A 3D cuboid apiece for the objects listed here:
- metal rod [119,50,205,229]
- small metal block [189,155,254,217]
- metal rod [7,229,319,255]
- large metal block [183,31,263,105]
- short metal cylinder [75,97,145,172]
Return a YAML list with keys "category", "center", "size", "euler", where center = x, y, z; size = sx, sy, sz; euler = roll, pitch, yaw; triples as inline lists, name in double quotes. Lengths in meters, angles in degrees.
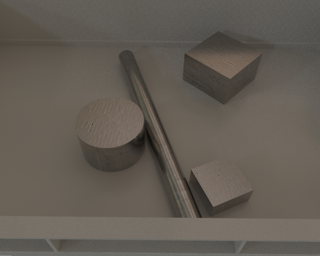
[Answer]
- category: "metal rod"
  center: [-0.010, -0.006, 0.409]
  size: [0.025, 0.025, 0.299]
  euler: [-13, 51, -11]
- category: "small metal block"
  center: [0.068, 0.065, 0.352]
  size: [0.050, 0.025, 0.050]
  euler: [-18, 53, -15]
- category: "metal rod"
  center: [0.006, 0.112, 0.299]
  size: [0.302, 0.025, 0.025]
  euler: [-1, 50, 2]
- category: "large metal block"
  center: [0.093, -0.093, 0.468]
  size: [0.080, 0.050, 0.080]
  euler: [37, 59, 26]
- category: "short metal cylinder"
  center: [-0.059, 0.007, 0.382]
  size: [0.081, 0.050, 0.080]
  euler: [0, 50, 0]
